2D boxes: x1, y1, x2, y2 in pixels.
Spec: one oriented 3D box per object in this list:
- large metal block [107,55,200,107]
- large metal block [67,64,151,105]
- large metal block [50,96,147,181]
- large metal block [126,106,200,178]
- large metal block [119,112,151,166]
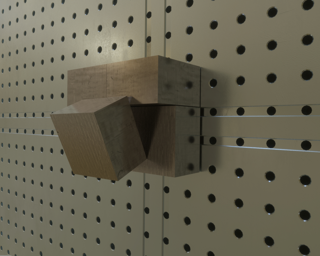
[{"bbox_3d":[-0.007,-0.051,0.376,0.080,0.081,0.050,1,91,39],"label":"large metal block"},{"bbox_3d":[-0.069,-0.053,0.427,0.080,0.081,0.050,1,91,39],"label":"large metal block"},{"bbox_3d":[-0.072,0.011,0.363,0.080,0.050,0.080,0,114,39],"label":"large metal block"},{"bbox_3d":[0.002,0.014,0.386,0.080,0.050,0.079,1,91,39],"label":"large metal block"},{"bbox_3d":[-0.060,0.012,0.438,0.080,0.050,0.079,1,91,39],"label":"large metal block"}]
